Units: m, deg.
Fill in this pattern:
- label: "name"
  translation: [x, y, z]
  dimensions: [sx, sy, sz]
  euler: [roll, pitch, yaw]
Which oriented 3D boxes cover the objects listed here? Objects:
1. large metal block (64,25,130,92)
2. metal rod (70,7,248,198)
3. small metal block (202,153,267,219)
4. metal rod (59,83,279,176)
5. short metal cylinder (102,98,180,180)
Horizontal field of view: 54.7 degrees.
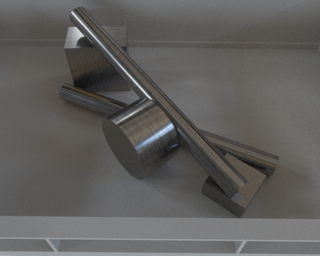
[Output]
- label: "large metal block"
  translation: [-0.086, -0.099, 0.450]
  dimensions: [0.081, 0.080, 0.050]
  euler: [-3, 50, -3]
- label: "metal rod"
  translation: [-0.014, -0.043, 0.364]
  dimensions: [0.025, 0.025, 0.300]
  euler: [-33, 70, -25]
- label: "small metal block"
  translation: [0.083, 0.064, 0.351]
  dimensions: [0.050, 0.025, 0.050]
  euler: [31, 56, 23]
- label: "metal rod"
  translation: [0.000, -0.004, 0.406]
  dimensions: [0.301, 0.025, 0.025]
  euler: [20, 53, 15]
- label: "short metal cylinder"
  translation: [-0.023, 0.012, 0.356]
  dimensions: [0.050, 0.080, 0.080]
  euler: [-33, 58, -25]
